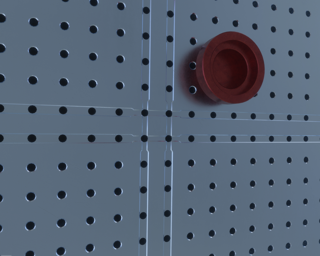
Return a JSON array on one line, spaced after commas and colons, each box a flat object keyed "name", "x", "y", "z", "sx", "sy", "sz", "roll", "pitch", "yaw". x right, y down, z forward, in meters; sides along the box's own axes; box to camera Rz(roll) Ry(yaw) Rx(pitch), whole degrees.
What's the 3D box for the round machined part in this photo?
[{"name": "round machined part", "x": 0.094, "y": -0.082, "z": 0.438, "sx": 0.099, "sy": 0.042, "sz": 0.097, "roll": 0, "pitch": 90, "yaw": -20}]
